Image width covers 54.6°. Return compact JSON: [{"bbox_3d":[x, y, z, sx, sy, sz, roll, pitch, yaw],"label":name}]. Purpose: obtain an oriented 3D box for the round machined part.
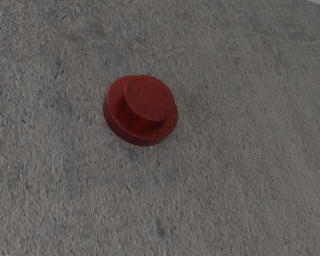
[{"bbox_3d":[-0.020,-0.029,0.400,0.099,0.042,0.098,13,56,-21],"label":"round machined part"}]
